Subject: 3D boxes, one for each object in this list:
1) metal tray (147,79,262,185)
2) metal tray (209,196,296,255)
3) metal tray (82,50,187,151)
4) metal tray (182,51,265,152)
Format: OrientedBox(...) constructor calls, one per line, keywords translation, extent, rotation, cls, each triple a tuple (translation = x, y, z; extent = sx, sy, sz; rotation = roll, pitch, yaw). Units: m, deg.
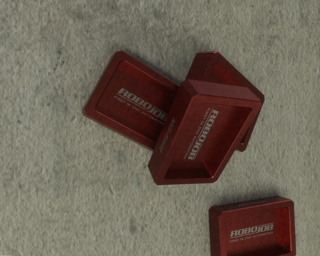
OrientedBox(translation=(0.048, 0.011, 0.361), extent=(0.091, 0.030, 0.129), rotation=(3, 127, -27), cls="metal tray")
OrientedBox(translation=(0.139, 0.156, 0.459), extent=(0.131, 0.030, 0.089), rotation=(-4, 91, -20), cls="metal tray")
OrientedBox(translation=(-0.021, -0.027, 0.399), extent=(0.131, 0.030, 0.090), rotation=(29, 80, -18), cls="metal tray")
OrientedBox(translation=(0.084, -0.031, 0.414), extent=(0.131, 0.030, 0.090), rotation=(29, 80, -39), cls="metal tray")
